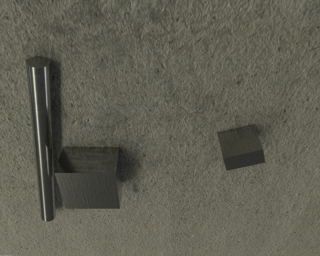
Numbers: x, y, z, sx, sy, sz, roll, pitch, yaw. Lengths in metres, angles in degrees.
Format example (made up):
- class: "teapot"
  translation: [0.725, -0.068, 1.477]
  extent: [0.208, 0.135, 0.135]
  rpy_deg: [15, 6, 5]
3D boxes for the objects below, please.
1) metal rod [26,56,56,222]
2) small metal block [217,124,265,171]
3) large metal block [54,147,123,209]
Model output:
- class: "metal rod"
  translation: [-0.163, 0.038, 0.437]
  extent: [0.025, 0.025, 0.298]
  rpy_deg: [8, 130, -7]
- class: "small metal block"
  translation: [0.108, 0.025, 0.414]
  extent: [0.050, 0.050, 0.025]
  rpy_deg: [-14, 129, 11]
- class: "large metal block"
  translation: [-0.099, 0.073, 0.452]
  extent: [0.081, 0.050, 0.079]
  rpy_deg: [0, 130, -1]
